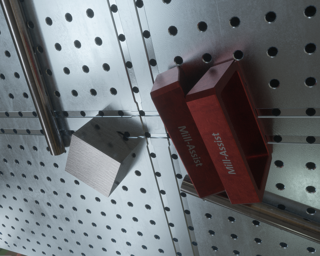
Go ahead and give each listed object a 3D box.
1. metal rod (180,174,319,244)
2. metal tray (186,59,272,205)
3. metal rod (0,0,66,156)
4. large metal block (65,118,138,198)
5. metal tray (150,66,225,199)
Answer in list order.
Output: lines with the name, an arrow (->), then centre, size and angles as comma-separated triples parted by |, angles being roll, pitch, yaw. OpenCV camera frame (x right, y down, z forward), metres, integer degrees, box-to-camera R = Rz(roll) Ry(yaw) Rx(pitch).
metal rod -> 0.171, 0.122, 0.396 | 0.301, 0.025, 0.025 | 18, 125, 17
metal tray -> 0.079, 0.003, 0.328 | 0.030, 0.090, 0.129 | -14, 112, 33
metal rod -> -0.188, -0.090, 0.452 | 0.025, 0.025, 0.298 | 7, 122, 24
large metal block -> -0.090, 0.045, 0.468 | 0.080, 0.050, 0.079 | 30, 128, 8
metal tray -> 0.034, 0.002, 0.348 | 0.030, 0.090, 0.129 | -22, 108, 12
